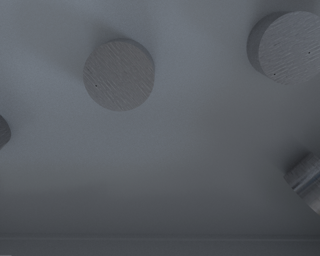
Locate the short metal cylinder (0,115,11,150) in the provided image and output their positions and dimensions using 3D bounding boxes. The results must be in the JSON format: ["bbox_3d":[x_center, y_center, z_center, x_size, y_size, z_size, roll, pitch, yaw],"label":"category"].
[{"bbox_3d":[-0.236,0.008,0.382,0.080,0.080,0.050,43,104,-15],"label":"short metal cylinder"}]

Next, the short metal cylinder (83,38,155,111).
[{"bbox_3d":[-0.047,-0.065,0.373,0.081,0.050,0.079,0,110,-1],"label":"short metal cylinder"}]

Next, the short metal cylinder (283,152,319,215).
[{"bbox_3d":[0.214,0.078,0.414,0.080,0.080,0.050,39,105,-13],"label":"short metal cylinder"}]

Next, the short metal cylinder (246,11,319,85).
[{"bbox_3d":[0.149,-0.095,0.365,0.081,0.050,0.079,0,110,-1],"label":"short metal cylinder"}]
